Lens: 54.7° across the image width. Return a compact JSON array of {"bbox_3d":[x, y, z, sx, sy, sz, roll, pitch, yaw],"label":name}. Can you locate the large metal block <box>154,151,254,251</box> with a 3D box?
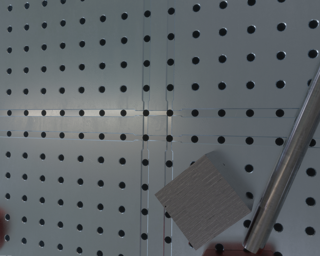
[{"bbox_3d":[0.055,0.086,0.380,0.080,0.050,0.080,-41,77,15],"label":"large metal block"}]

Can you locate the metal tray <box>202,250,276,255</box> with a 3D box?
[{"bbox_3d":[0.100,0.219,0.375,0.090,0.030,0.129,-7,88,19],"label":"metal tray"}]

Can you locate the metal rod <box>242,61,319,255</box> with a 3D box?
[{"bbox_3d":[0.162,0.006,0.355,0.025,0.025,0.298,23,97,18],"label":"metal rod"}]
